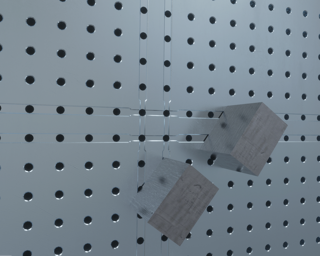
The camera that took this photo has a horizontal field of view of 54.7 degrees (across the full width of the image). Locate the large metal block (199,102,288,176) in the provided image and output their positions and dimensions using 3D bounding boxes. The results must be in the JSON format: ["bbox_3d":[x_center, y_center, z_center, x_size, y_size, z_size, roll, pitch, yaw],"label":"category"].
[{"bbox_3d":[0.112,0.014,0.426,0.050,0.080,0.080,38,78,-17],"label":"large metal block"}]

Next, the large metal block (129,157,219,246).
[{"bbox_3d":[0.014,0.087,0.390,0.050,0.080,0.080,41,77,-16],"label":"large metal block"}]
